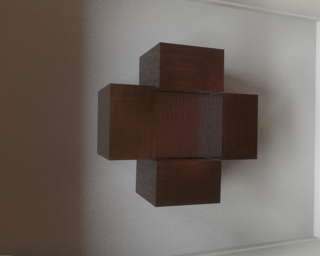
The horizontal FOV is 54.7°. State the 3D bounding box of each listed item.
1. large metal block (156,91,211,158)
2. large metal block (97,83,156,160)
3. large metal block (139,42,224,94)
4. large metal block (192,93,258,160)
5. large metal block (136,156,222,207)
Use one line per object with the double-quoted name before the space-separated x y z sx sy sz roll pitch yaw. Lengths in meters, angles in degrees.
"large metal block" 0.017 -0.004 0.401 0.081 0.050 0.080 1 90 -20
"large metal block" -0.042 -0.006 0.365 0.050 0.080 0.080 1 90 -20
"large metal block" 0.024 -0.068 0.388 0.081 0.080 0.050 1 90 -20
"large metal block" 0.083 -0.002 0.411 0.050 0.080 0.080 1 90 -20
"large metal block" 0.020 0.062 0.387 0.081 0.080 0.050 2 90 -20
